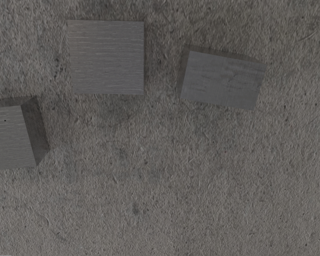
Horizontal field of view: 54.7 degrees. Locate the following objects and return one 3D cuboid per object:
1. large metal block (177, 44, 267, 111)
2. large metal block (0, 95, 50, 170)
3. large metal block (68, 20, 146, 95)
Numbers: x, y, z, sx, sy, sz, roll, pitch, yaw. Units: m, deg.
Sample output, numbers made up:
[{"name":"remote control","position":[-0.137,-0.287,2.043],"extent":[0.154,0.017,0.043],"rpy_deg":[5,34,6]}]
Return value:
[{"name":"large metal block","position":[0.065,-0.062,0.358],"extent":[0.081,0.080,0.050],"rpy_deg":[9,110,-4]},{"name":"large metal block","position":[-0.198,0.006,0.397],"extent":[0.080,0.050,0.079],"rpy_deg":[-5,110,2]},{"name":"large metal block","position":[-0.058,-0.085,0.364],"extent":[0.081,0.050,0.079],"rpy_deg":[1,110,-1]}]
